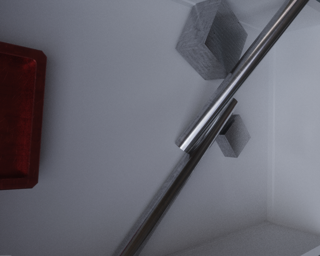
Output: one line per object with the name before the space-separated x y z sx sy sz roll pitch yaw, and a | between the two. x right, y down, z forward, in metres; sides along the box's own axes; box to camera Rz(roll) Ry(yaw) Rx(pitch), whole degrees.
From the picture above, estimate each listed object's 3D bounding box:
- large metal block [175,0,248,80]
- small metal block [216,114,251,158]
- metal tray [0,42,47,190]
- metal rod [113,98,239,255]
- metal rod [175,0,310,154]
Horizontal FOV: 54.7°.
large metal block | 0.078 -0.127 0.453 0.080 0.050 0.080 37 67 -41
small metal block | 0.118 0.013 0.509 0.050 0.025 0.050 -48 119 -29
metal tray | -0.155 -0.011 0.274 0.091 0.030 0.129 5 87 -40
metal rod | 0.033 0.061 0.436 0.301 0.025 0.025 -51 121 -28
metal rod | 0.122 -0.089 0.424 0.025 0.025 0.299 34 97 -36
